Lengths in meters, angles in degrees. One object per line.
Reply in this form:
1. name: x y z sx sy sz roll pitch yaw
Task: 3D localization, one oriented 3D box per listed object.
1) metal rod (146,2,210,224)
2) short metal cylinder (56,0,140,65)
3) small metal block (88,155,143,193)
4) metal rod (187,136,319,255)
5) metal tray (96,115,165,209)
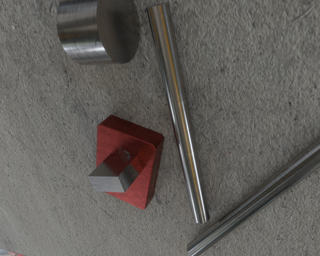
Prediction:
1. metal rod: 0.029 0.001 0.391 0.025 0.025 0.298 1 119 28
2. short metal cylinder: -0.064 -0.110 0.337 0.050 0.080 0.079 3 120 27
3. small metal block: -0.059 0.061 0.420 0.050 0.050 0.025 -4 116 30
4. metal rod: 0.120 0.101 0.405 0.025 0.025 0.298 37 129 3
5. metal tray: -0.048 0.053 0.462 0.090 0.030 0.129 21 126 15
